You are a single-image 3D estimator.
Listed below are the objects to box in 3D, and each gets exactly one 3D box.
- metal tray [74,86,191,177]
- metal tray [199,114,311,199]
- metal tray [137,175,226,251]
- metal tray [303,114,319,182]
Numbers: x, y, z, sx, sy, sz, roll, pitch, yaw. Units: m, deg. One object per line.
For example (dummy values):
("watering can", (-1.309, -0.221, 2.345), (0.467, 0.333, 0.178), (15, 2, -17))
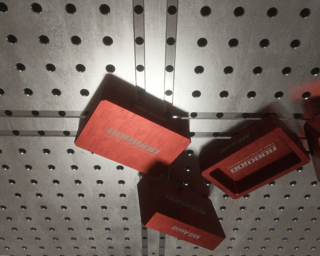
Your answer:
("metal tray", (-0.036, 0.010, 0.416), (0.131, 0.030, 0.090), (25, 126, -21))
("metal tray", (0.134, 0.047, 0.450), (0.130, 0.030, 0.090), (-36, 122, 26))
("metal tray", (0.031, 0.125, 0.473), (0.131, 0.090, 0.030), (27, 111, -22))
("metal tray", (0.252, 0.023, 0.416), (0.090, 0.030, 0.130), (-31, 126, 3))
